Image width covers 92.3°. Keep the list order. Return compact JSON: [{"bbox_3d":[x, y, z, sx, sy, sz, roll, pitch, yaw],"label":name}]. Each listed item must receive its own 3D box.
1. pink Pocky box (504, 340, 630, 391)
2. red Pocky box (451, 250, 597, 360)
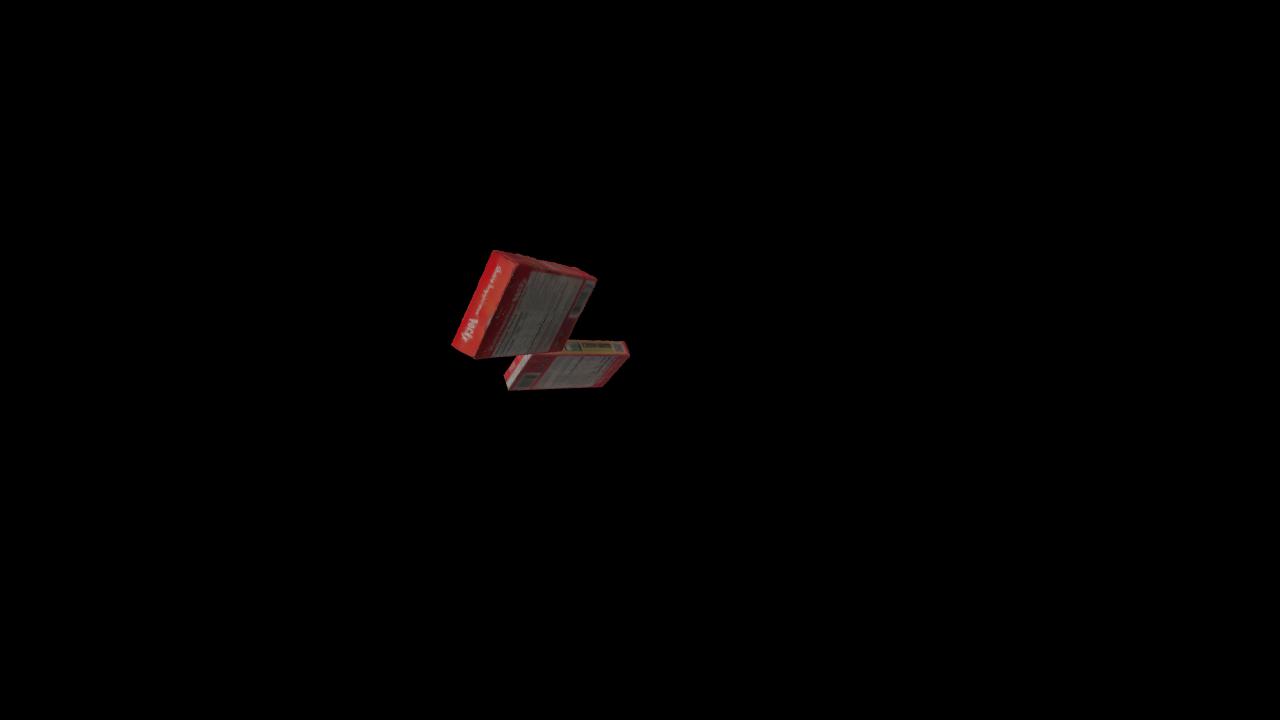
[{"bbox_3d":[-0.097,0.007,0.829,0.155,0.029,0.084,0,-34,-39],"label":"pink Pocky box"},{"bbox_3d":[-0.092,-0.045,0.523,0.028,0.083,0.155,32,12,14],"label":"red Pocky box"}]
